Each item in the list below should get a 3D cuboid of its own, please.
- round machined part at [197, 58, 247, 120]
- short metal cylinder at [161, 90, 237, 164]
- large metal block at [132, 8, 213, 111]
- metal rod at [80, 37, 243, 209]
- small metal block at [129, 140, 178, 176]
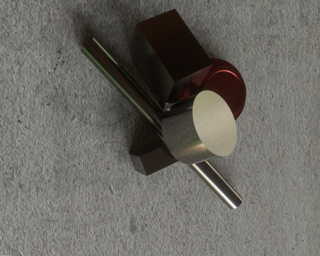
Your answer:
[{"bbox_3d":[0.080,-0.049,0.431,0.099,0.042,0.097,0,90,-21],"label":"round machined part"},{"bbox_3d":[0.049,0.000,0.376,0.080,0.050,0.080,18,62,-38],"label":"short metal cylinder"},{"bbox_3d":[0.010,-0.079,0.374,0.050,0.080,0.080,-28,78,-17],"label":"large metal block"},{"bbox_3d":[0.011,0.003,0.416,0.025,0.025,0.300,-47,105,-14],"label":"metal rod"},{"bbox_3d":[-0.007,0.036,0.396,0.050,0.050,0.025,-23,97,-19],"label":"small metal block"}]
